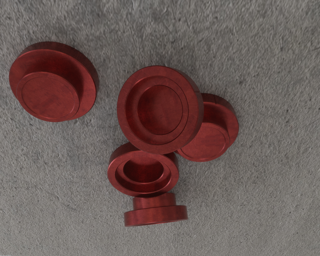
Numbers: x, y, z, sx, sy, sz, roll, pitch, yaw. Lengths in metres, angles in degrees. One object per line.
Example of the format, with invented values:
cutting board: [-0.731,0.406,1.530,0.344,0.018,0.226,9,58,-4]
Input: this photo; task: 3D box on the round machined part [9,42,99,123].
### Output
round machined part: [-0.123,-0.045,0.356,0.099,0.042,0.097,0,130,0]

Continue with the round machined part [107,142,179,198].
round machined part: [-0.023,0.053,0.440,0.099,0.042,0.097,0,130,0]

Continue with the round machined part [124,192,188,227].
round machined part: [-0.007,0.128,0.486,0.099,0.042,0.098,-6,161,-2]

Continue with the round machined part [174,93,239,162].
round machined part: [0.053,0.006,0.402,0.099,0.042,0.097,0,130,0]

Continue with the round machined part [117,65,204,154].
round machined part: [0.003,-0.021,0.356,0.098,0.042,0.097,3,97,24]
